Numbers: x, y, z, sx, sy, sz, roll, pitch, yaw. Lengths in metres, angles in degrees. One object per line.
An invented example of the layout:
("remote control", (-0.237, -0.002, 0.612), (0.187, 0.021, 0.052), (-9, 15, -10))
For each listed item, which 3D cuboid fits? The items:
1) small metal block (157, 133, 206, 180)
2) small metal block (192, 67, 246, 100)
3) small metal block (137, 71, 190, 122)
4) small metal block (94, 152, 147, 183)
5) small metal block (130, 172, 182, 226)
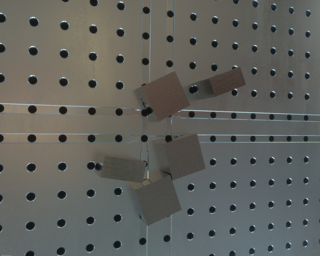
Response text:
("small metal block", (0.029, 0.038, 0.423), (0.050, 0.025, 0.050), (-16, 96, -19))
("small metal block", (0.080, -0.061, 0.428), (0.050, 0.050, 0.025), (-22, 98, -19))
("small metal block", (0.005, -0.041, 0.414), (0.050, 0.025, 0.050), (-28, 99, -18))
("small metal block", (-0.050, 0.048, 0.381), (0.050, 0.050, 0.025), (12, 86, -20))
("small metal block", (-0.005, 0.093, 0.411), (0.050, 0.025, 0.050), (-20, 97, -19))
